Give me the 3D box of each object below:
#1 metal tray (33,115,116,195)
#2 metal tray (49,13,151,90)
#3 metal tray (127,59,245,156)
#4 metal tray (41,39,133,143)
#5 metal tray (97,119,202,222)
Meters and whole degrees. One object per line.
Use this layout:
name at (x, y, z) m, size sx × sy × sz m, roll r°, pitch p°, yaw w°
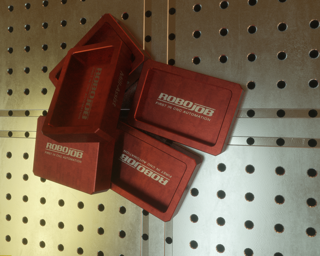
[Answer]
metal tray at (-0.124, 0.033, 0.436) m, size 0.130 × 0.030 × 0.090 m, roll 8°, pitch 94°, yaw 34°
metal tray at (-0.086, -0.083, 0.440) m, size 0.130 × 0.030 × 0.090 m, roll -41°, pitch 76°, yaw 15°
metal tray at (0.031, -0.028, 0.398) m, size 0.130 × 0.030 × 0.090 m, roll 19°, pitch 97°, yaw 18°
metal tray at (-0.091, -0.047, 0.397) m, size 0.090 × 0.030 × 0.130 m, roll -2°, pitch 65°, yaw 27°
metal tray at (-0.022, 0.053, 0.417) m, size 0.130 × 0.030 × 0.090 m, roll 27°, pitch 99°, yaw 18°
